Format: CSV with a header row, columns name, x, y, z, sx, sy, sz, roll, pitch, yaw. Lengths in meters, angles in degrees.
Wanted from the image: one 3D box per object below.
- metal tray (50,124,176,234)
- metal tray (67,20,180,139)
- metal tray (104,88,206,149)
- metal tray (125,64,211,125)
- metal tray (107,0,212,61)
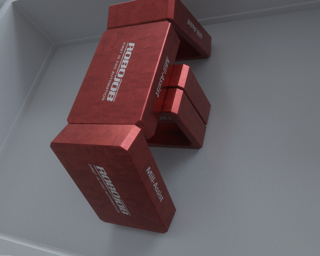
name,x,y,z,sx,sy,sz,roll,pitch,yaw
metal tray,-0.044,0.055,0.324,0.090,0.129,0.030,1,41,28
metal tray,-0.037,-0.054,0.337,0.090,0.030,0.130,1,62,28
metal tray,-0.020,-0.009,0.379,0.130,0.090,0.030,1,62,28
metal tray,-0.012,-0.037,0.391,0.130,0.090,0.030,1,62,28
metal tray,0.004,-0.124,0.410,0.090,0.131,0.030,1,83,28
